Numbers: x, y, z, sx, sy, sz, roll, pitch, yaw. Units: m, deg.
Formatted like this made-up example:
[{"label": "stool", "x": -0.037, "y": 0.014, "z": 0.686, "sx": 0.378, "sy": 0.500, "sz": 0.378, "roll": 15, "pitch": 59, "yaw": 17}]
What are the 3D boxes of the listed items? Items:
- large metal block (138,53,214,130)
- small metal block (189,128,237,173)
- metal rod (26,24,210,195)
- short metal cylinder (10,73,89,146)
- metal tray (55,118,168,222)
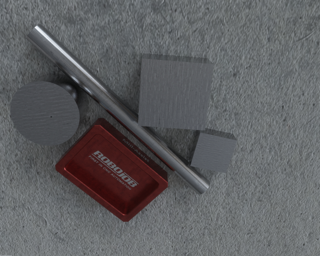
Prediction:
[{"label": "large metal block", "x": 0.017, "y": -0.046, "z": 0.381, "sx": 0.081, "sy": 0.050, "sz": 0.079, "roll": 4, "pitch": 110, "yaw": -2}, {"label": "small metal block", "x": 0.071, "y": 0.029, "z": 0.423, "sx": 0.050, "sy": 0.025, "sz": 0.050, "roll": 12, "pitch": 110, "yaw": -5}, {"label": "metal rod", "x": -0.044, "y": -0.014, "z": 0.404, "sx": 0.025, "sy": 0.025, "sz": 0.300, "roll": -43, "pitch": 105, "yaw": 14}, {"label": "short metal cylinder", "x": -0.135, "y": -0.024, "z": 0.387, "sx": 0.081, "sy": 0.050, "sz": 0.079, "roll": 0, "pitch": 110, "yaw": -1}, {"label": "metal tray", "x": -0.064, "y": 0.060, "z": 0.430, "sx": 0.130, "sy": 0.030, "sz": 0.090, "roll": 42, "pitch": 104, "yaw": -14}]
